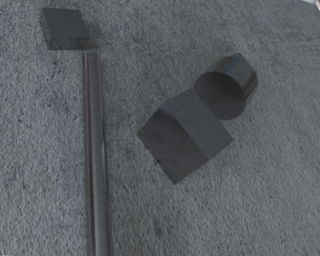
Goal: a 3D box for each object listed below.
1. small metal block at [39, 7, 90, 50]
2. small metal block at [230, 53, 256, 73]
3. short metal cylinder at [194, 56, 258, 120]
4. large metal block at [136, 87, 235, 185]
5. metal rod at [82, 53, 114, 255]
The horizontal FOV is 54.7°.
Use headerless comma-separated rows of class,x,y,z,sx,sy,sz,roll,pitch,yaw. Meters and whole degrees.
small metal block,-0.129,-0.133,0.416,0.050,0.025,0.050,-9,67,-33
small metal block,0.132,-0.099,0.538,0.050,0.025,0.050,-25,76,-37
short metal cylinder,0.097,-0.059,0.459,0.080,0.080,0.050,43,51,1
large metal block,0.028,0.012,0.378,0.050,0.080,0.080,-31,79,-38
metal rod,-0.071,0.039,0.342,0.025,0.025,0.299,6,59,-26
